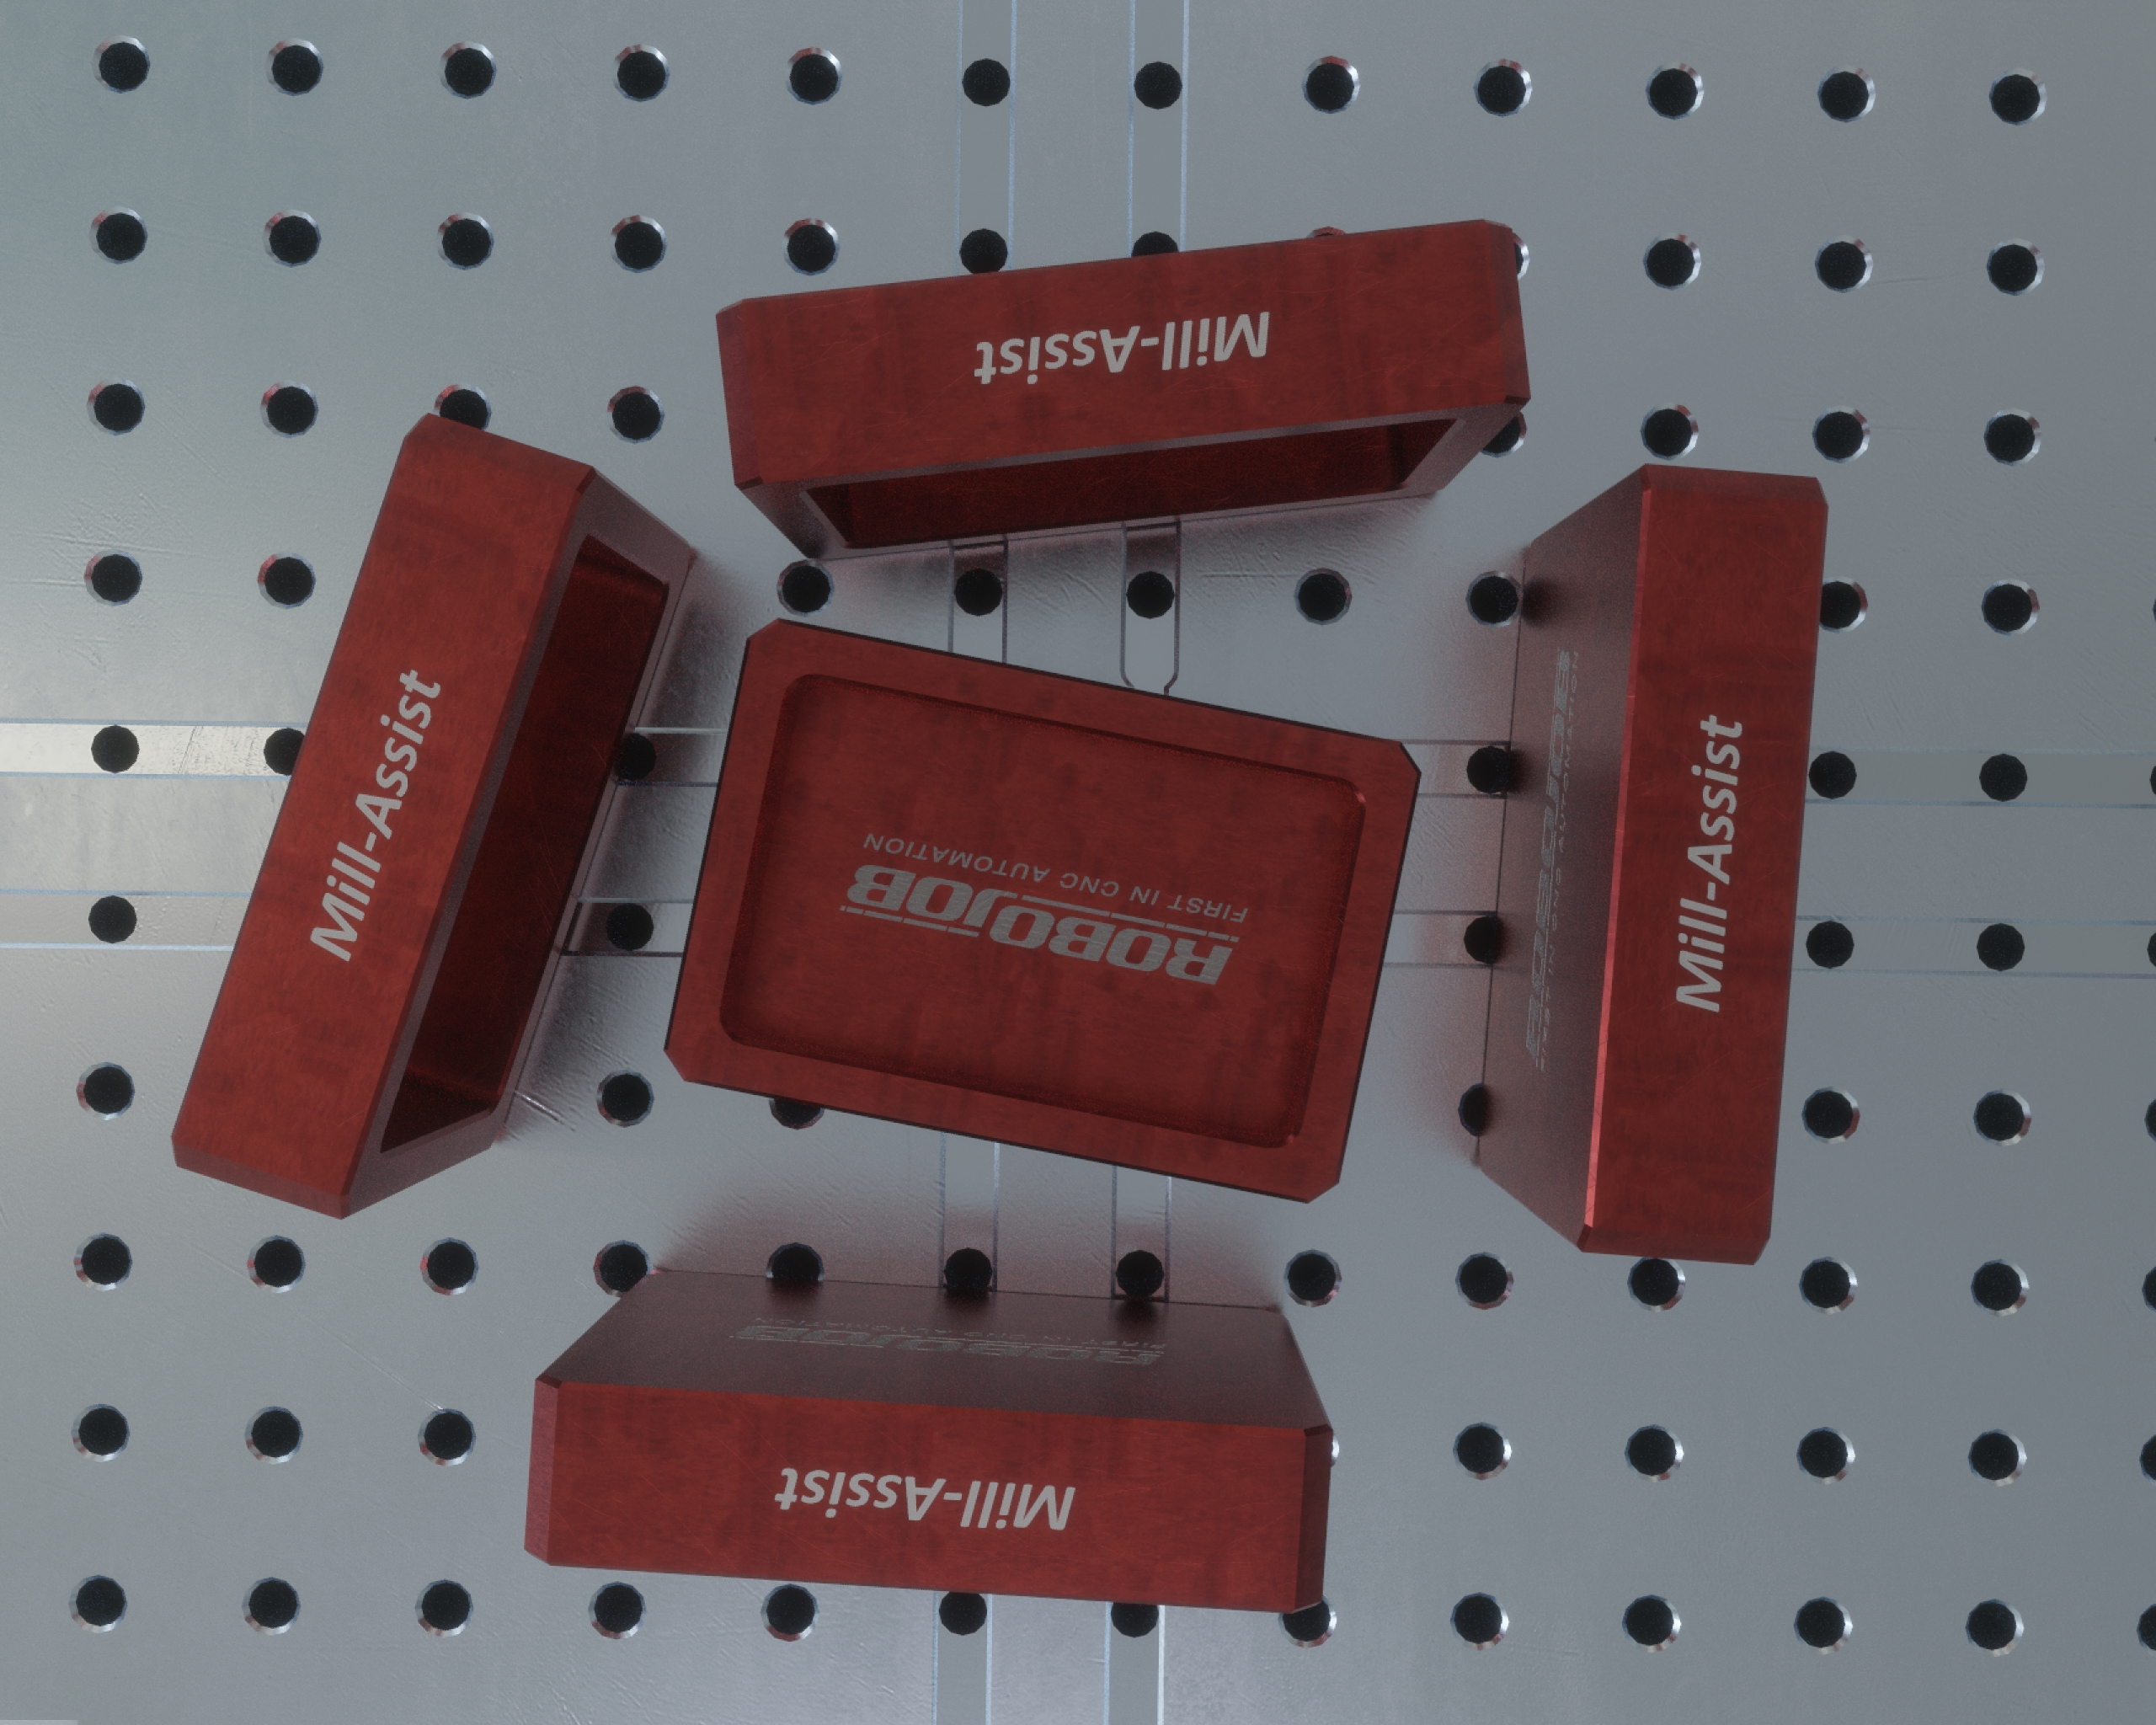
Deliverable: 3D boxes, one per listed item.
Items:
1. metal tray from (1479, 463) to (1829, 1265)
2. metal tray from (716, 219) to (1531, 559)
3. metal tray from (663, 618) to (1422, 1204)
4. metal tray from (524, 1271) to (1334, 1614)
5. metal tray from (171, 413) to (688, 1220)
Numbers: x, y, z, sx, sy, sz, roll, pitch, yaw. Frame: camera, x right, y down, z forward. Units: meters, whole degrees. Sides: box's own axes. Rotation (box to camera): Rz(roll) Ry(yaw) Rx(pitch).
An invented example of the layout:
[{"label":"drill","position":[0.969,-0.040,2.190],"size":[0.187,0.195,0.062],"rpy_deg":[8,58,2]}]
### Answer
[{"label":"metal tray","position":[0.102,0.000,0.381],"size":[0.030,0.090,0.129],"rpy_deg":[5,90,0]},{"label":"metal tray","position":[0.008,-0.083,0.380],"size":[0.131,0.090,0.030],"rpy_deg":[-6,90,0]},{"label":"metal tray","position":[-0.007,0.009,0.410],"size":[0.131,0.030,0.090],"rpy_deg":[11,90,-1]},{"label":"metal tray","position":[-0.024,0.102,0.381],"size":[0.131,0.090,0.030],"rpy_deg":[4,90,0]},{"label":"metal tray","position":[-0.113,-0.008,0.380],"size":[0.030,0.090,0.129],"rpy_deg":[18,90,0]}]
